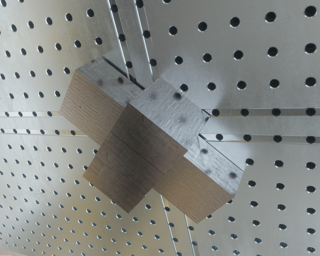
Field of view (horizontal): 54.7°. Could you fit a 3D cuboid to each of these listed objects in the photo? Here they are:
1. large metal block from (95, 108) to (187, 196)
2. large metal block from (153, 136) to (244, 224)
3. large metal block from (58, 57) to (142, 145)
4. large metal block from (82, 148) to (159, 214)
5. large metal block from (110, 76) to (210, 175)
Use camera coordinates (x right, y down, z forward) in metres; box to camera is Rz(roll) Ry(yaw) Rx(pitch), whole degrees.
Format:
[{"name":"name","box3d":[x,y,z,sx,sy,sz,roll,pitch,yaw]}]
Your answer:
[{"name":"large metal block","box3d":[-0.021,0.025,0.402,0.080,0.080,0.050,39,129,1]},{"name":"large metal block","box3d":[0.048,0.068,0.411,0.080,0.050,0.080,39,130,1]},{"name":"large metal block","box3d":[-0.077,-0.032,0.410,0.080,0.050,0.080,38,130,2]},{"name":"large metal block","box3d":[-0.045,0.056,0.433,0.080,0.080,0.050,39,129,1]},{"name":"large metal block","box3d":[0.003,-0.005,0.370,0.080,0.080,0.050,39,129,1]}]
